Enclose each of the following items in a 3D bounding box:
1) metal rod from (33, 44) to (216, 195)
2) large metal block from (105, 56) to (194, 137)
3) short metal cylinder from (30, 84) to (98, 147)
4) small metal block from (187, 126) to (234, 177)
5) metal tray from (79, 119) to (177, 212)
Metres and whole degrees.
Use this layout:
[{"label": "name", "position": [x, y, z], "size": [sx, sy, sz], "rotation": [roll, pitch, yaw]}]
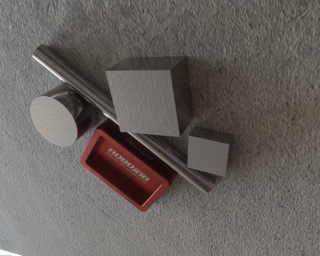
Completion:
[{"label": "metal rod", "position": [-0.049, -0.012, 0.424], "size": [0.300, 0.025, 0.025], "rotation": [39, 129, 1]}, {"label": "large metal block", "position": [-0.009, -0.039, 0.371], "size": [0.080, 0.050, 0.079], "rotation": [4, 121, 25]}, {"label": "short metal cylinder", "position": [-0.138, -0.020, 0.450], "size": [0.080, 0.050, 0.079], "rotation": [13, 124, 20]}, {"label": "small metal block", "position": [0.063, 0.029, 0.393], "size": [0.050, 0.025, 0.050], "rotation": [12, 124, 21]}, {"label": "metal tray", "position": [-0.050, 0.058, 0.466], "size": [0.130, 0.030, 0.089], "rotation": [38, 129, 2]}]
